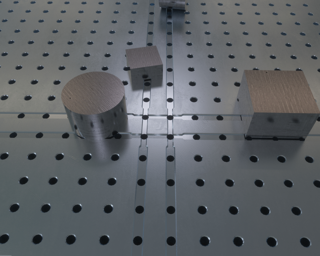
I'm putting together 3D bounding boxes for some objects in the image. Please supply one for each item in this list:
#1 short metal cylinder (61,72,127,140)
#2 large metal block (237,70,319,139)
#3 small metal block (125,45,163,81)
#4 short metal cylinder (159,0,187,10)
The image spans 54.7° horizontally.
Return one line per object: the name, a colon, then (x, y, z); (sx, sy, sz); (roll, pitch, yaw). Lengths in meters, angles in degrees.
short metal cylinder: (-0.086, -0.031, 0.416); (0.081, 0.050, 0.080); (0, 50, 0)
large metal block: (0.155, -0.033, 0.420); (0.080, 0.050, 0.080); (1, 50, 1)
small metal block: (-0.025, -0.104, 0.494); (0.050, 0.025, 0.050); (-10, 51, -8)
short metal cylinder: (0.029, -0.274, 0.602); (0.050, 0.080, 0.080); (7, 51, 6)
